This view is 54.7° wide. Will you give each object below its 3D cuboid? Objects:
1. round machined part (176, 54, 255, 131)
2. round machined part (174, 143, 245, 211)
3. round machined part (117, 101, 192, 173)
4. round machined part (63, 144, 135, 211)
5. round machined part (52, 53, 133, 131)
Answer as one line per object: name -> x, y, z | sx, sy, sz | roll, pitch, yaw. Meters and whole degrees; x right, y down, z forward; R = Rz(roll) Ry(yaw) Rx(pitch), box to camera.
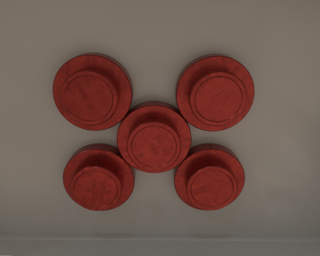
round machined part -> 0.069, -0.041, 0.387 | 0.099, 0.042, 0.097 | 0, 110, -1
round machined part -> 0.069, 0.074, 0.429 | 0.099, 0.042, 0.097 | 0, 110, -1
round machined part -> -0.008, 0.017, 0.406 | 0.099, 0.042, 0.097 | 0, 110, -1
round machined part -> -0.085, 0.074, 0.427 | 0.099, 0.042, 0.097 | 0, 110, -1
round machined part -> -0.084, -0.042, 0.384 | 0.099, 0.042, 0.097 | 0, 110, -1
